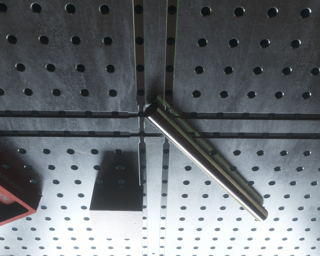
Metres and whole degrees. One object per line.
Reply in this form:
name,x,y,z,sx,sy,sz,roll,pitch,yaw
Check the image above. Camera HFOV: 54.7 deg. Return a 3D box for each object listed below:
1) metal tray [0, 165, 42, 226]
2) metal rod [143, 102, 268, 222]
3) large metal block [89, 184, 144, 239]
metal tray,-0.268,0.101,0.489,0.090,0.030,0.130,-23,127,18
metal rod,0.083,0.065,0.468,0.025,0.025,0.300,-32,124,24
large metal block,-0.069,0.140,0.513,0.081,0.050,0.079,2,130,-2
